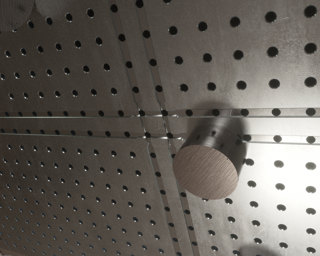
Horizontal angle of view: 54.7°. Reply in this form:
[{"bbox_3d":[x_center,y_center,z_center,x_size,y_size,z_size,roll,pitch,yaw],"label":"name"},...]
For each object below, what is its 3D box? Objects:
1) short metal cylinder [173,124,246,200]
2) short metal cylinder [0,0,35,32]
[{"bbox_3d":[0.063,0.042,0.387,0.080,0.050,0.079,13,124,20],"label":"short metal cylinder"},{"bbox_3d":[-0.202,-0.166,0.377,0.050,0.080,0.079,27,128,11],"label":"short metal cylinder"}]
